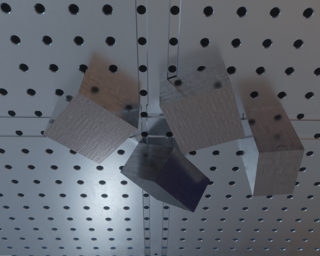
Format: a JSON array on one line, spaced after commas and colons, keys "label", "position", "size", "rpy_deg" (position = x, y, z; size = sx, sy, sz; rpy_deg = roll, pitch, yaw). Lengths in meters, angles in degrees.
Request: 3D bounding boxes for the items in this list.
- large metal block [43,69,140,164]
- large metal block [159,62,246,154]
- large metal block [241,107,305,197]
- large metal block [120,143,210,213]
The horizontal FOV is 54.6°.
[{"label": "large metal block", "position": [-0.082, -0.011, 0.385], "size": [0.080, 0.050, 0.080], "rpy_deg": [33, 123, -25]}, {"label": "large metal block", "position": [0.051, -0.023, 0.376], "size": [0.080, 0.050, 0.080], "rpy_deg": [-16, 128, 13]}, {"label": "large metal block", "position": [0.140, 0.030, 0.402], "size": [0.050, 0.080, 0.080], "rpy_deg": [-5, 130, 4]}, {"label": "large metal block", "position": [0.007, 0.066, 0.426], "size": [0.080, 0.050, 0.080], "rpy_deg": [43, 156, -30]}]
